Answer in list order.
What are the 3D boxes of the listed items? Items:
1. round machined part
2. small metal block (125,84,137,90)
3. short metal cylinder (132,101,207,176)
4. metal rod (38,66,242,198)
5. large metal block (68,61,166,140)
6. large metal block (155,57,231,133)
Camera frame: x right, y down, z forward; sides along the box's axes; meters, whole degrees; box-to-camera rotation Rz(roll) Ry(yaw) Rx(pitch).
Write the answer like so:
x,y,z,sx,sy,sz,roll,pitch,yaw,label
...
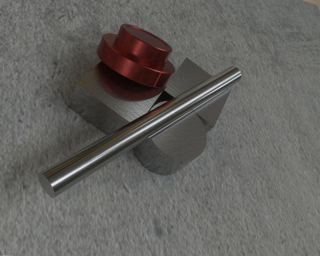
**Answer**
x,y,z,sx,sy,sz,roll,pitch,yaw,label
-0.024,-0.094,0.383,0.099,0.042,0.098,24,25,-12,round machined part
-0.018,-0.068,0.438,0.050,0.025,0.050,37,51,-4,small metal block
0.011,0.013,0.388,0.081,0.050,0.080,14,56,-21,short metal cylinder
0.005,-0.014,0.354,0.302,0.025,0.025,-32,80,-38,metal rod
-0.052,-0.039,0.385,0.080,0.050,0.080,36,51,-4,large metal block
0.043,-0.040,0.439,0.080,0.050,0.080,36,51,-5,large metal block
